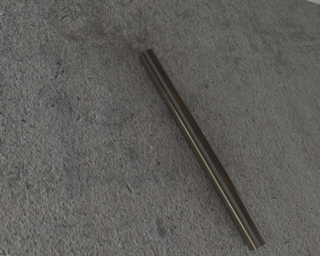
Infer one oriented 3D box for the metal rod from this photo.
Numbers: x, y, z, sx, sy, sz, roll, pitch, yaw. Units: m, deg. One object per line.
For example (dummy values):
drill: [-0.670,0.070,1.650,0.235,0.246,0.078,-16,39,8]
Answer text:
metal rod: [0.050,0.018,0.419,0.025,0.025,0.299,-18,71,-35]
